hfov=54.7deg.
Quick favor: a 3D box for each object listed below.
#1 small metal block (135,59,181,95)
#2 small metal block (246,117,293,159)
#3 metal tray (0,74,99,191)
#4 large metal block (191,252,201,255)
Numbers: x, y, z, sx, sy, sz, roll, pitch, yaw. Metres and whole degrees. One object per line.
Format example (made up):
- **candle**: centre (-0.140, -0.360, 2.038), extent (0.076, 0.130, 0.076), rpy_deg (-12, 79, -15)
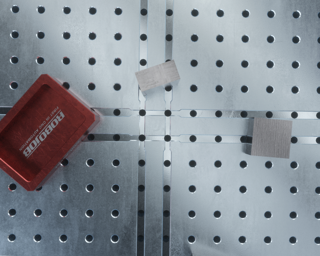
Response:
- **small metal block**: centre (-0.003, -0.064, 0.401), extent (0.050, 0.050, 0.025), rpy_deg (-19, 90, 0)
- **small metal block**: centre (0.146, 0.013, 0.415), extent (0.050, 0.025, 0.050), rpy_deg (5, 90, -1)
- **metal tray**: centre (-0.156, 0.006, 0.408), extent (0.090, 0.030, 0.130), rpy_deg (41, 90, -1)
- **large metal block**: centre (0.068, 0.223, 0.402), extent (0.080, 0.050, 0.080), rpy_deg (20, 90, -1)
